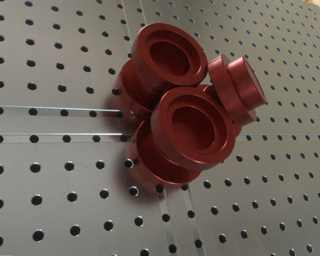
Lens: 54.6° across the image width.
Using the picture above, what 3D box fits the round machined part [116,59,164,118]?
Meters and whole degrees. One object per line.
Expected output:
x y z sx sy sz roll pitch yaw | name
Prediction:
-0.008 -0.063 0.432 0.099 0.042 0.098 13 56 -21 | round machined part

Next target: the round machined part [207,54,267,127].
0.105 -0.054 0.405 0.098 0.042 0.098 45 30 -35 | round machined part

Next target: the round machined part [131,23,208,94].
0.009 -0.083 0.398 0.099 0.042 0.098 13 56 -21 | round machined part

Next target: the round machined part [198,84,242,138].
0.081 -0.025 0.456 0.099 0.042 0.098 13 56 -21 | round machined part

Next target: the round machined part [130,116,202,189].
0.015 0.024 0.391 0.099 0.042 0.098 13 56 -21 | round machined part

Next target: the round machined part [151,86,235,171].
0.034 0.004 0.358 0.099 0.042 0.098 13 56 -21 | round machined part
